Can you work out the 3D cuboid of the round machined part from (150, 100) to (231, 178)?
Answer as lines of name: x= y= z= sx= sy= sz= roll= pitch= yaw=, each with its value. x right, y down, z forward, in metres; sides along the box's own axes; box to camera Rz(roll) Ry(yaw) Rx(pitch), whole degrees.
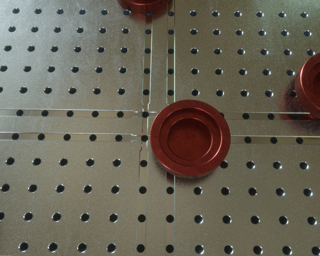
round machined part: x=0.037 y=0.016 z=0.397 sx=0.099 sy=0.042 sz=0.098 roll=0 pitch=70 yaw=0

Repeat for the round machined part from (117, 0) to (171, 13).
round machined part: x=-0.027 y=-0.234 z=0.488 sx=0.099 sy=0.042 sz=0.098 roll=0 pitch=70 yaw=0

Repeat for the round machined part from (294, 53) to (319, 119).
round machined part: x=0.233 y=-0.052 z=0.423 sx=0.099 sy=0.042 sz=0.098 roll=0 pitch=70 yaw=0
